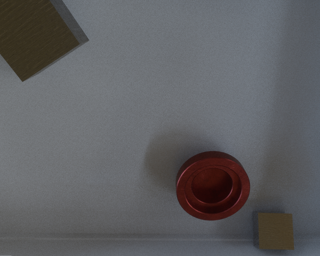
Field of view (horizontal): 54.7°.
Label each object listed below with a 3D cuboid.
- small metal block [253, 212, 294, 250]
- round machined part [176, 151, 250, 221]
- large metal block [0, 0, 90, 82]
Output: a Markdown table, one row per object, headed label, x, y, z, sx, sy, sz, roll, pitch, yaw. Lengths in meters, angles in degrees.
| label | x | y | z | sx | sy | sz | roll | pitch | yaw |
| --- | --- | --- | --- | --- | --- | --- | --- | --- | --- |
| small metal block | 0.166 | 0.151 | 0.457 | 0.050 | 0.025 | 0.050 | 2 | 77 | -2 |
| round machined part | 0.071 | 0.076 | 0.431 | 0.099 | 0.042 | 0.097 | 0 | 110 | -1 |
| large metal block | -0.143 | -0.112 | 0.355 | 0.080 | 0.050 | 0.080 | -30 | 108 | 10 |
